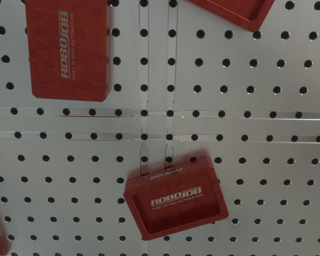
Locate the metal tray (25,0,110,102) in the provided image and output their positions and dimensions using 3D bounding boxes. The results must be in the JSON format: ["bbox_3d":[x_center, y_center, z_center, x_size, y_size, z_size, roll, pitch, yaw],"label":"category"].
[{"bbox_3d":[-0.108,-0.100,0.373,0.090,0.030,0.129,3,110,-2],"label":"metal tray"}]

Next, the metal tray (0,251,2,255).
[{"bbox_3d":[-0.306,0.169,0.471,0.090,0.030,0.129,-7,110,2],"label":"metal tray"}]

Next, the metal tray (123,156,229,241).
[{"bbox_3d":[0.024,0.103,0.448,0.130,0.030,0.090,-18,109,6],"label":"metal tray"}]

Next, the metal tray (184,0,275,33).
[{"bbox_3d":[0.070,-0.176,0.346,0.131,0.030,0.090,23,108,-8],"label":"metal tray"}]
